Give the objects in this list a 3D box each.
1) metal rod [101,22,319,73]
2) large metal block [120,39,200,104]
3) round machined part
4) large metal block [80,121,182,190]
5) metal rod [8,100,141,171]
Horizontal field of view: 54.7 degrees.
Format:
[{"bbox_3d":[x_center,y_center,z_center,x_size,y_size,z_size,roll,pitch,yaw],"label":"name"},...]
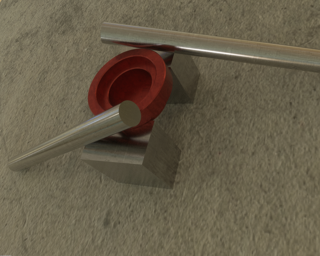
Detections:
[{"bbox_3d":[0.081,-0.088,0.347,0.302,0.025,0.025,10,65,8],"label":"metal rod"},{"bbox_3d":[-0.001,-0.074,0.414,0.080,0.080,0.050,1,63,28],"label":"large metal block"},{"bbox_3d":[-0.030,-0.040,0.358,0.098,0.042,0.098,-13,56,20],"label":"round machined part"},{"bbox_3d":[-0.030,0.032,0.365,0.080,0.080,0.050,1,63,28],"label":"large metal block"},{"bbox_3d":[-0.127,0.022,0.386,0.299,0.025,0.025,-19,51,45],"label":"metal rod"}]
